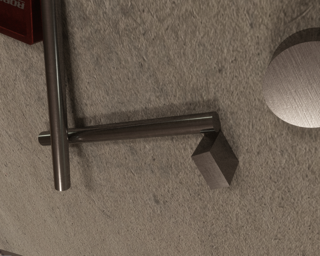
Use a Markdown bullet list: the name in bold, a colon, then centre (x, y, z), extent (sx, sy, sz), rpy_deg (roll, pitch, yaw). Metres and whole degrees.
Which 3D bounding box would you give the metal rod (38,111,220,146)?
- **metal rod**: centre (-0.063, 0.005, 0.441), extent (0.300, 0.025, 0.025), rpy_deg (-6, 116, 30)

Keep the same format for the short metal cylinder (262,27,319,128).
- **short metal cylinder**: centre (0.141, -0.047, 0.287), extent (0.080, 0.050, 0.079), rpy_deg (13, 124, 20)

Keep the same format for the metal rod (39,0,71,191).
- **metal rod**: centre (-0.144, -0.039, 0.433), extent (0.025, 0.025, 0.298), rpy_deg (15, 118, 19)

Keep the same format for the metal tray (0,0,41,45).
- **metal tray**: centre (-0.209, -0.173, 0.403), extent (0.130, 0.030, 0.089), rpy_deg (23, 127, 13)

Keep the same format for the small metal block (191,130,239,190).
- **small metal block**: centre (0.069, 0.038, 0.377), extent (0.025, 0.050, 0.050), rpy_deg (-21, 107, 36)
